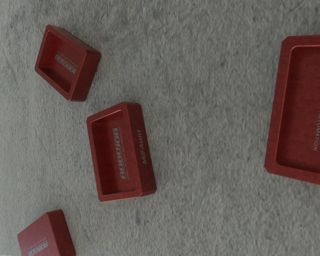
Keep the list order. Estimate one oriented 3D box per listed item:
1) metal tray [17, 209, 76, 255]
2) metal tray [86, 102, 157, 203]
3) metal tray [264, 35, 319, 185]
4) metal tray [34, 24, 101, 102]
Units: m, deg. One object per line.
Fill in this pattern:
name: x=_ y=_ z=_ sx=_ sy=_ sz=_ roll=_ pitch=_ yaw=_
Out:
metal tray: x=-0.214 y=0.218 z=0.574 sx=0.130 sy=0.030 sz=0.090 roll=-37 pitch=67 yaw=33
metal tray: x=-0.059 y=0.036 z=0.447 sx=0.090 sy=0.030 sz=0.129 roll=-18 pitch=79 yaw=38
metal tray: x=0.150 y=-0.015 z=0.276 sx=0.090 sy=0.030 sz=0.129 roll=11 pitch=97 yaw=39
metal tray: x=-0.162 y=-0.112 z=0.532 sx=0.130 sy=0.030 sz=0.089 roll=37 pitch=113 yaw=33
